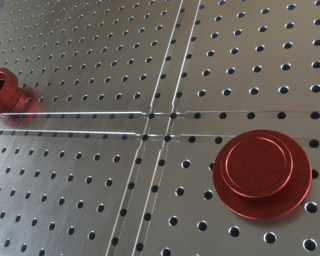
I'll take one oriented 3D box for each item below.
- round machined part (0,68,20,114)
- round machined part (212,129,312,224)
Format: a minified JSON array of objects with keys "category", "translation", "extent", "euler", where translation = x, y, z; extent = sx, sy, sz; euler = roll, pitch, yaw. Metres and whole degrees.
[{"category":"round machined part","translation":[-0.315,-0.066,0.606],"extent":[0.098,0.042,0.098],"euler":[-13,56,21]},{"category":"round machined part","translation":[0.101,0.044,0.318],"extent":[0.098,0.042,0.098],"euler":[-13,56,21]}]
